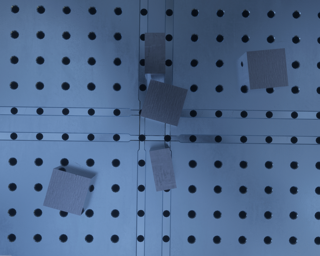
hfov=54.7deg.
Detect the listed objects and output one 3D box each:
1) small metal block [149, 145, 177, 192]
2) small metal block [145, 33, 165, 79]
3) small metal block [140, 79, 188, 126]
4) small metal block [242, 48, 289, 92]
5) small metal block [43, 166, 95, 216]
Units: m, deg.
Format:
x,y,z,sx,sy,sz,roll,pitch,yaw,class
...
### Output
x,y,z,sx,sy,sz,roll,pitch,yaw,class
0.004,0.051,0.401,0.025,0.050,0.050,-10,90,0,small metal block
-0.006,-0.091,0.401,0.025,0.050,0.050,0,90,0,small metal block
0.005,-0.033,0.413,0.050,0.025,0.050,16,90,-1,small metal block
0.140,-0.077,0.415,0.050,0.025,0.050,-5,90,-1,small metal block
-0.120,0.083,0.412,0.050,0.025,0.050,16,90,-1,small metal block
